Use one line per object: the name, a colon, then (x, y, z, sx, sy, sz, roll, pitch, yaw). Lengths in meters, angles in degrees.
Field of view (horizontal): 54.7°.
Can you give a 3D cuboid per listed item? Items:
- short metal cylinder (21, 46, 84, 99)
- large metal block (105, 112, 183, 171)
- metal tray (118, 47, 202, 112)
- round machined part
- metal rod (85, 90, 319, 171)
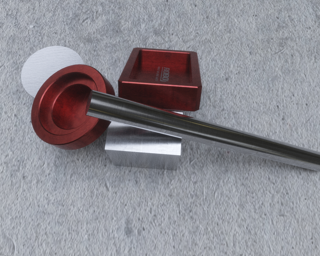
short metal cylinder: (-0.136, -0.062, 0.417, 0.081, 0.050, 0.080, 0, 70, 0)
large metal block: (-0.017, 0.016, 0.374, 0.081, 0.080, 0.050, 4, 70, 1)
metal tray: (0.003, -0.066, 0.391, 0.091, 0.030, 0.130, 4, 31, 1)
round machined part: (-0.095, -0.021, 0.360, 0.098, 0.042, 0.098, -7, 68, 18)
metal rod: (0.070, 0.010, 0.344, 0.302, 0.025, 0.025, 14, 69, -21)
